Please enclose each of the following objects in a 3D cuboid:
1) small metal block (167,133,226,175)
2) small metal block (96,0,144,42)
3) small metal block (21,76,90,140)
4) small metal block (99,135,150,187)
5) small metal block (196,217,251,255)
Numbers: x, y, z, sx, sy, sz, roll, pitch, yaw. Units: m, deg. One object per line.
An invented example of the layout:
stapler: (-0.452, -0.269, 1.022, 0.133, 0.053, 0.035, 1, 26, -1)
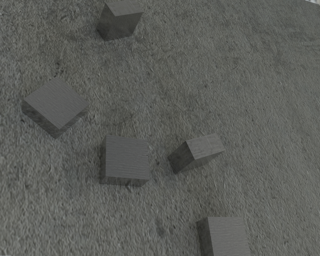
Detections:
small metal block: (0.045, 0.033, 0.392, 0.050, 0.050, 0.025, -12, 68, -33)
small metal block: (-0.059, -0.157, 0.451, 0.050, 0.050, 0.025, -25, 76, -37)
small metal block: (-0.119, -0.024, 0.354, 0.050, 0.025, 0.050, 40, 51, -1)
small metal block: (-0.041, 0.038, 0.358, 0.050, 0.025, 0.050, 9, 58, -23)
small metal block: (0.074, 0.132, 0.363, 0.050, 0.025, 0.050, 8, 58, -24)
